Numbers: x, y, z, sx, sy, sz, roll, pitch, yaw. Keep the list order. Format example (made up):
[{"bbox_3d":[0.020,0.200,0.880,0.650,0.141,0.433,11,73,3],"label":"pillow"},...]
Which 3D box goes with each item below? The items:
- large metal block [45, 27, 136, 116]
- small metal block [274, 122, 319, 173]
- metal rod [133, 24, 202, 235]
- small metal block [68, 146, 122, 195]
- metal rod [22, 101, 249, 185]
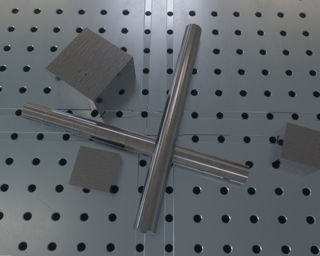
[{"bbox_3d":[-0.092,-0.077,0.426,0.080,0.050,0.080,34,73,11],"label":"large metal block"},{"bbox_3d":[0.182,0.026,0.404,0.050,0.025,0.050,17,71,6],"label":"small metal block"},{"bbox_3d":[0.017,-0.019,0.397,0.025,0.025,0.300,12,62,4],"label":"metal rod"},{"bbox_3d":[-0.081,0.054,0.391,0.050,0.025,0.050,11,70,4],"label":"small metal block"},{"bbox_3d":[-0.036,0.018,0.404,0.301,0.025,0.025,16,71,5],"label":"metal rod"}]
